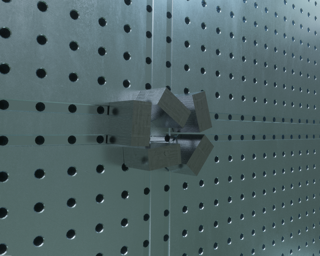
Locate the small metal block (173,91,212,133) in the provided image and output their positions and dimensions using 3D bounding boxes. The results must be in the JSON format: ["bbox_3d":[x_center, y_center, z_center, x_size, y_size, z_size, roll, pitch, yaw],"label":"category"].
[{"bbox_3d":[0.040,-0.021,0.424,0.025,0.050,0.050,-21,103,-38],"label":"small metal block"}]

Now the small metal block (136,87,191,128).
[{"bbox_3d":[0.002,-0.024,0.393,0.050,0.050,0.025,41,66,-33],"label":"small metal block"}]

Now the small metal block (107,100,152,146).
[{"bbox_3d":[-0.036,-0.005,0.361,0.025,0.050,0.050,5,88,-40],"label":"small metal block"}]

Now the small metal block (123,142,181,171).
[{"bbox_3d":[-0.010,0.034,0.383,0.050,0.050,0.025,-7,94,-40],"label":"small metal block"}]

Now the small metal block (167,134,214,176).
[{"bbox_3d":[0.037,0.035,0.422,0.025,0.050,0.050,50,61,-28],"label":"small metal block"}]
